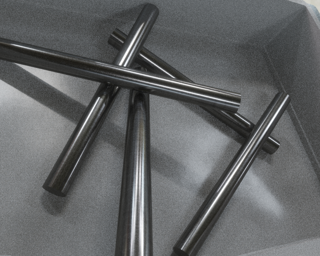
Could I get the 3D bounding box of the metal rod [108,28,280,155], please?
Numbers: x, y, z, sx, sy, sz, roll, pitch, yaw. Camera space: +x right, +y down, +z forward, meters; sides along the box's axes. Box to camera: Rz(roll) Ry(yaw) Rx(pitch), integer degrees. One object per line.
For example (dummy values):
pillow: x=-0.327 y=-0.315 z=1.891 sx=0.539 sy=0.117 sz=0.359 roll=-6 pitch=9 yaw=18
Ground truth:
metal rod: x=0.055 y=-0.052 z=0.468 sx=0.301 sy=0.025 sz=0.025 roll=34 pitch=51 yaw=-6

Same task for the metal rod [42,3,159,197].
metal rod: x=-0.060 y=-0.056 z=0.388 sx=0.025 sy=0.025 sz=0.300 roll=28 pitch=58 yaw=-11

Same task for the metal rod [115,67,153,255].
metal rod: x=-0.022 y=0.008 z=0.316 sx=0.025 sy=0.025 sz=0.300 roll=21 pitch=30 yaw=-16

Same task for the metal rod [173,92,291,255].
metal rod: x=0.111 y=0.045 z=0.418 sx=0.025 sy=0.025 sz=0.301 roll=43 pitch=57 yaw=1

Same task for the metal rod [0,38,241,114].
metal rod: x=-0.055 y=-0.062 z=0.362 sx=0.302 sy=0.025 sz=0.025 roll=13 pitch=55 yaw=-2
